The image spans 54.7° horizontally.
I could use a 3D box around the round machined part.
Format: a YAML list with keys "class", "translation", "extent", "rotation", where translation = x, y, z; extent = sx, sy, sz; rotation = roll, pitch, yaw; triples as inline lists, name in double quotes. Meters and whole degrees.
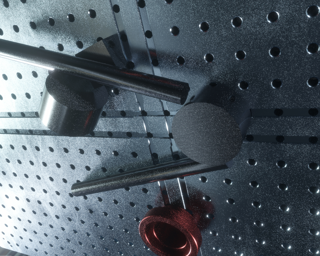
- class: "round machined part"
  translation: [0.020, 0.162, 0.490]
  extent: [0.098, 0.042, 0.097]
  rotation: [13, 124, 21]

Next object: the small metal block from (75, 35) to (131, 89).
- class: "small metal block"
  translation: [-0.072, -0.084, 0.398]
  extent: [0.050, 0.025, 0.050]
  rotation: [-16, 110, 34]

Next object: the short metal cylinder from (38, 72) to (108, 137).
- class: "short metal cylinder"
  translation: [-0.116, -0.034, 0.416]
  extent: [0.080, 0.080, 0.050]
  rotation: [36, 129, 4]

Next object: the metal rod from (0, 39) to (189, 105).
- class: "metal rod"
  translation: [-0.109, -0.078, 0.388]
  extent: [0.301, 0.025, 0.025]
  rotation: [17, 125, 19]

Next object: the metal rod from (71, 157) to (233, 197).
- class: "metal rod"
  translation: [-0.032, 0.075, 0.474]
  extent: [0.300, 0.025, 0.025]
  rotation: [-17, 109, 35]

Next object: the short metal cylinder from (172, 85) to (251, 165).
- class: "short metal cylinder"
  translation: [0.060, -0.004, 0.361]
  extent: [0.080, 0.050, 0.079]
  rotation: [13, 124, 21]
